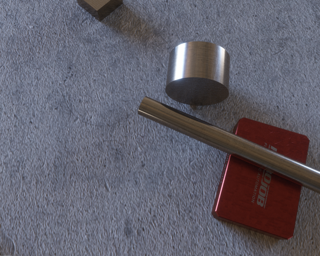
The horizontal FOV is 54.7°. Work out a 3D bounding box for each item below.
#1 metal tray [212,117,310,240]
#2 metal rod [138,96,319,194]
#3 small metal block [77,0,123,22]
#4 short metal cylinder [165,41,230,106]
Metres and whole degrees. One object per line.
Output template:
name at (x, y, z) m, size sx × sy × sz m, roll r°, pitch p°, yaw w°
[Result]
metal tray at (0.125, 0.060, 0.385) m, size 0.090 × 0.030 × 0.130 m, roll 17°, pitch 71°, yaw 6°
metal rod at (0.115, 0.032, 0.365) m, size 0.301 × 0.025 × 0.025 m, roll 24°, pitch 72°, yaw 8°
small metal block at (-0.094, -0.202, 0.481) m, size 0.050 × 0.025 × 0.050 m, roll 41°, pitch 75°, yaw 13°
short metal cylinder at (0.050, -0.068, 0.405) m, size 0.080 × 0.080 × 0.050 m, roll 6°, pitch 70°, yaw 2°
